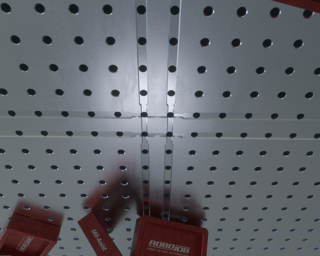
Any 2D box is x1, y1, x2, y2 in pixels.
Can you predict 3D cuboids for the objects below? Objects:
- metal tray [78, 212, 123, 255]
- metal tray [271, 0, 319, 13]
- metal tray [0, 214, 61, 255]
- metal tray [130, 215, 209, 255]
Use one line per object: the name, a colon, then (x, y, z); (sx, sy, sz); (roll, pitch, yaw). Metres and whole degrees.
metal tray: (-0.086, 0.212, 0.527); (0.030, 0.130, 0.090); (-34, 131, -18)
metal tray: (0.165, -0.152, 0.280); (0.131, 0.030, 0.089); (11, 129, -9)
metal tray: (-0.259, 0.221, 0.593); (0.090, 0.030, 0.129); (26, 126, -21)
metal tray: (0.017, 0.213, 0.547); (0.131, 0.090, 0.030); (16, 154, -13)
